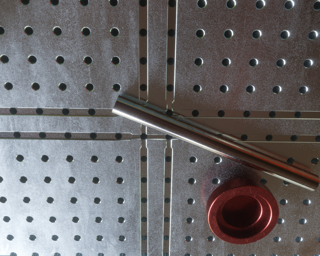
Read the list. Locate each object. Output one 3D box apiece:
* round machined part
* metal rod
[{"bbox_3d":[0.116,0.115,0.448,0.099,0.042,0.097,0,110,0],"label":"round machined part"},{"bbox_3d":[0.081,0.024,0.422,0.302,0.025,0.025,22,109,-8],"label":"metal rod"}]
